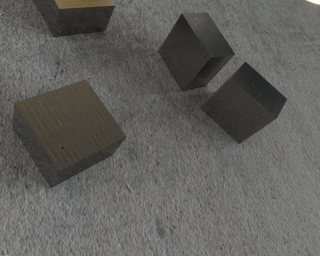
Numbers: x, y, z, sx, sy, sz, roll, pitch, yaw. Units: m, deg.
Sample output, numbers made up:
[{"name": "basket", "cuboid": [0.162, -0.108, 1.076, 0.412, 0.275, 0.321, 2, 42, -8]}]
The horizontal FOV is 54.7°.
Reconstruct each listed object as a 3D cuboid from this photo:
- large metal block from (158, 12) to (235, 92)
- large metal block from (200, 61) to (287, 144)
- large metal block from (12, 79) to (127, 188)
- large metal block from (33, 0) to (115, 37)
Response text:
[{"name": "large metal block", "cuboid": [0.052, -0.114, 0.465, 0.050, 0.080, 0.080, -17, 71, -35]}, {"name": "large metal block", "cuboid": [0.121, -0.035, 0.455, 0.080, 0.080, 0.050, 43, 51, 1]}, {"name": "large metal block", "cuboid": [-0.098, 0.004, 0.332, 0.081, 0.050, 0.080, -28, 77, -37]}, {"name": "large metal block", "cuboid": [-0.122, -0.178, 0.430, 0.081, 0.050, 0.080, -21, 73, -36]}]
